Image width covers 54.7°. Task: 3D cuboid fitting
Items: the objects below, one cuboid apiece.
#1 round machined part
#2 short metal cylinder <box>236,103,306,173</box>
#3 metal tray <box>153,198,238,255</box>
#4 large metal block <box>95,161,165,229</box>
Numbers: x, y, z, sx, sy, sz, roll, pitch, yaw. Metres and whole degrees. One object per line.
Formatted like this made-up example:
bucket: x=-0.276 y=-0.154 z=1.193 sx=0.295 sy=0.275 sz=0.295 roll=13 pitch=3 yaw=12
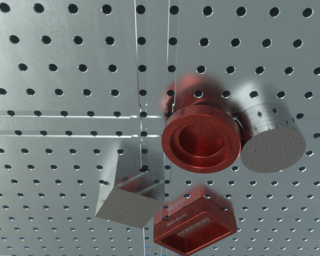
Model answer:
round machined part: x=0.054 y=0.010 z=0.401 sx=0.098 sy=0.042 sz=0.097 roll=7 pitch=128 yaw=9
short metal cylinder: x=0.142 y=0.014 z=0.408 sx=0.081 sy=0.050 sz=0.079 roll=-1 pitch=131 yaw=-1
metal tray: x=0.062 y=0.185 z=0.565 sx=0.090 sy=0.030 sz=0.130 roll=35 pitch=122 yaw=-26
large metal block: x=-0.047 y=0.107 z=0.486 sx=0.080 sy=0.050 sz=0.080 roll=21 pitch=127 yaw=-17
